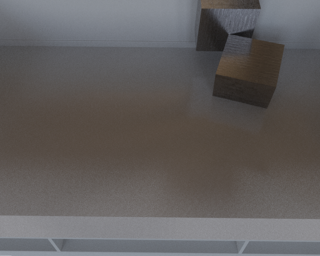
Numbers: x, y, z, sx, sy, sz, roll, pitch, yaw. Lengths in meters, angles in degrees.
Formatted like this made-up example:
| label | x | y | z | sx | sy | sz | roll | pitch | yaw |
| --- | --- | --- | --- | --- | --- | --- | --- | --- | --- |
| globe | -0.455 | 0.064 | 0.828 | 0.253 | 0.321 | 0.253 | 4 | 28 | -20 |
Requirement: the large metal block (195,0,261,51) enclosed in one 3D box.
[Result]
| label | x | y | z | sx | sy | sz | roll | pitch | yaw |
| --- | --- | --- | --- | --- | --- | --- | --- | --- | --- |
| large metal block | 0.097 | -0.162 | 0.466 | 0.080 | 0.080 | 0.050 | 1 | 59 | 0 |

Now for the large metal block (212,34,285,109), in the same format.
| label | x | y | z | sx | sy | sz | roll | pitch | yaw |
| --- | --- | --- | --- | --- | --- | --- | --- | --- | --- |
| large metal block | 0.128 | -0.083 | 0.451 | 0.080 | 0.050 | 0.080 | 15 | 61 | 12 |
